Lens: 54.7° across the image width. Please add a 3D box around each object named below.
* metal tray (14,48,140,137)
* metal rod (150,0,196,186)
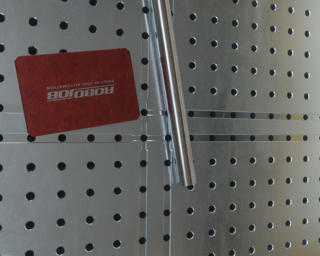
[{"bbox_3d":[-0.096,-0.044,0.374,0.131,0.030,0.089,-10,94,-20],"label":"metal tray"},{"bbox_3d":[0.015,-0.071,0.417,0.025,0.025,0.298,-10,94,-20],"label":"metal rod"}]
